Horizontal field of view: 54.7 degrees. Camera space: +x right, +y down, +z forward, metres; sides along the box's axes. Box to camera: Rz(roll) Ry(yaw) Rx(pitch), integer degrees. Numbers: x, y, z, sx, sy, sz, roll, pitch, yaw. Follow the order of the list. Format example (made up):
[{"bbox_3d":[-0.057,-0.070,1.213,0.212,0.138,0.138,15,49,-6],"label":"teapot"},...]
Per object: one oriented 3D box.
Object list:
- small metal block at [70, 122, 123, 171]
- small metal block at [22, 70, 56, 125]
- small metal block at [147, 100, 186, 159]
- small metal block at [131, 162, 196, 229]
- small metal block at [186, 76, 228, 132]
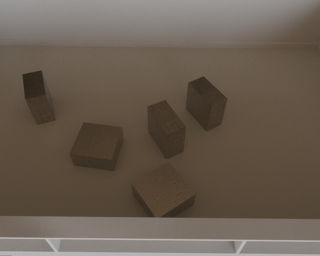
[{"bbox_3d":[-0.077,0.023,0.385,0.050,0.025,0.050,8,50,6],"label":"small metal block"},{"bbox_3d":[-0.164,-0.041,0.421,0.025,0.050,0.050,-15,52,-13],"label":"small metal block"},{"bbox_3d":[0.007,0.002,0.387,0.025,0.050,0.050,-22,54,-18],"label":"small metal block"},{"bbox_3d":[0.004,0.073,0.344,0.050,0.025,0.050,-28,56,-22],"label":"small metal block"},{"bbox_3d":[0.061,-0.032,0.417,0.025,0.050,0.050,-25,55,-20],"label":"small metal block"}]
